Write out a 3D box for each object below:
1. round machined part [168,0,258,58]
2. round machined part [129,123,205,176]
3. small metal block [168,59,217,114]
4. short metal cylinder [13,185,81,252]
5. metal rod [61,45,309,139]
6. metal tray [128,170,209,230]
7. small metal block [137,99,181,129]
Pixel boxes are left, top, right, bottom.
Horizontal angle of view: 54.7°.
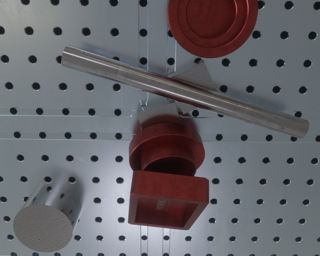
[{"bbox_3d":[0.058,-0.132,0.356,0.099,0.042,0.097,0,110,0],"label":"round machined part"},{"bbox_3d":[0.010,0.042,0.399,0.099,0.042,0.097,-4,136,-4],"label":"round machined part"},{"bbox_3d":[0.041,-0.053,0.394,0.050,0.025,0.050,-25,109,8],"label":"small metal block"},{"bbox_3d":[-0.160,0.130,0.446,0.081,0.050,0.079,0,110,0],"label":"short metal cylinder"},{"bbox_3d":[0.035,-0.041,0.371,0.302,0.025,0.025,16,109,-6],"label":"metal rod"},{"bbox_3d":[0.006,0.100,0.408,0.091,0.030,0.129,7,148,-3],"label":"metal tray"},{"bbox_3d":[0.002,-0.008,0.411,0.050,0.025,0.050,-15,110,5],"label":"small metal block"}]
